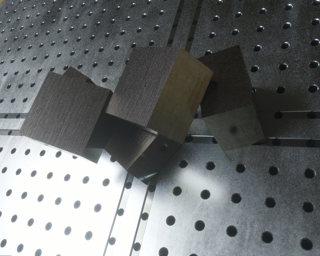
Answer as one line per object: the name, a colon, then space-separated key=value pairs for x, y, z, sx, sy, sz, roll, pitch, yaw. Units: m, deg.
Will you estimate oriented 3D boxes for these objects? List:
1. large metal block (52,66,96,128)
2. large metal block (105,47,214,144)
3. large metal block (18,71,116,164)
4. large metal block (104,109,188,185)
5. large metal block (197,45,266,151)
large metal block: x=-0.119 y=-0.028 z=0.450 sx=0.050 sy=0.080 sz=0.080 roll=34 pitch=81 yaw=38
large metal block: x=-0.003 y=-0.037 z=0.326 sx=0.080 sy=0.050 sz=0.080 roll=19 pitch=84 yaw=51
large metal block: x=-0.103 y=-0.011 z=0.367 sx=0.080 sy=0.050 sz=0.080 roll=18 pitch=77 yaw=13
large metal block: x=-0.026 y=0.011 z=0.397 sx=0.080 sy=0.050 sz=0.080 roll=-48 pitch=52 yaw=-6
large metal block: x=0.080 y=-0.031 z=0.349 sx=0.050 sy=0.080 sz=0.080 roll=-15 pitch=56 yaw=19
